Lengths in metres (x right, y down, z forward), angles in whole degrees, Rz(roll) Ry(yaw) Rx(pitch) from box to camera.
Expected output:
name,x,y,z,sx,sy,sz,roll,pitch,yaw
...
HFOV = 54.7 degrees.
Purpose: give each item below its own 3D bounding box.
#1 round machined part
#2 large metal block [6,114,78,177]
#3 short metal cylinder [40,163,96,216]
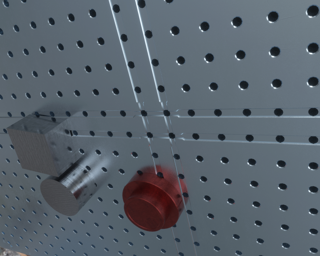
name,x,y,z,sx,sy,sz,roll,pitch,yaw
round machined part,-0.017,0.122,0.485,0.098,0.042,0.097,13,124,21
large metal block,-0.193,0.028,0.514,0.080,0.050,0.079,7,122,24
short metal cylinder,-0.161,0.107,0.547,0.080,0.050,0.079,13,124,21
